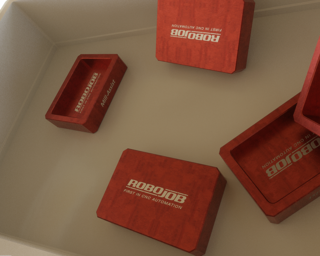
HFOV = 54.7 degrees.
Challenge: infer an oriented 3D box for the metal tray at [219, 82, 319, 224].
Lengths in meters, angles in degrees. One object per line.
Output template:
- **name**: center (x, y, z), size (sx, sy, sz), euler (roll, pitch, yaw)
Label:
- **metal tray**: center (0.139, 0.023, 0.315), size (0.130, 0.030, 0.090), euler (-36, 51, 4)

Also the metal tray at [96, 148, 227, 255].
- **metal tray**: center (0.000, 0.079, 0.354), size (0.130, 0.030, 0.090), euler (9, 66, 32)

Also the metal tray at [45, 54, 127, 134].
- **metal tray**: center (-0.118, -0.060, 0.501), size (0.090, 0.030, 0.130), euler (8, 66, 31)

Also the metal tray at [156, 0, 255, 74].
- **metal tray**: center (0.055, -0.129, 0.417), size (0.130, 0.089, 0.030), euler (19, 27, 35)

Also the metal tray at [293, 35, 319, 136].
- **metal tray**: center (0.168, -0.050, 0.256), size (0.030, 0.129, 0.090), euler (5, 21, -14)
